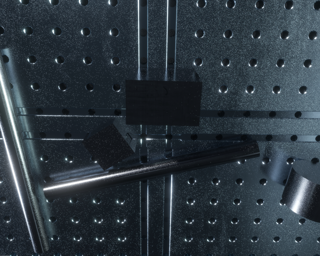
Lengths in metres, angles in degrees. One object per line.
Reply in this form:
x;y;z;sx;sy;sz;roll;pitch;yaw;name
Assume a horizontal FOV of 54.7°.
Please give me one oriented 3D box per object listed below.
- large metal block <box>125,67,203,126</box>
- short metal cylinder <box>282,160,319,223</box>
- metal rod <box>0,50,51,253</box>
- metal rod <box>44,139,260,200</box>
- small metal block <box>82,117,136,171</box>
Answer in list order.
0.004;-0.040;0.369;0.081;0.080;0.050;1;110;-1;large metal block
0.213;0.084;0.417;0.081;0.080;0.050;8;110;-3;short metal cylinder
-0.194;0.046;0.428;0.025;0.025;0.298;-5;110;1;metal rod
-0.014;0.059;0.434;0.302;0.025;0.025;-12;110;4;metal rod
-0.068;0.022;0.421;0.050;0.025;0.050;-31;107;10;small metal block
